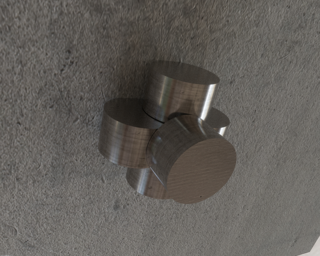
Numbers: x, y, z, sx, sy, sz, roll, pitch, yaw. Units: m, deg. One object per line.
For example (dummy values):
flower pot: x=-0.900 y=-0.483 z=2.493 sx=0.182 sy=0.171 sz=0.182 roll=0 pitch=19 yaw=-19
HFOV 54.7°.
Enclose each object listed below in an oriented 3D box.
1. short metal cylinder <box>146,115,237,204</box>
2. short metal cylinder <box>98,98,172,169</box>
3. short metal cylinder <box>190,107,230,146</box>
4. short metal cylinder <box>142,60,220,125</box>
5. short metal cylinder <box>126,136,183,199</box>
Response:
short metal cylinder: x=0.032 y=0.033 z=0.327 sx=0.081 sy=0.050 sz=0.079 roll=-14 pitch=125 yaw=-21
short metal cylinder: x=-0.028 y=0.004 z=0.361 sx=0.081 sy=0.080 sz=0.050 roll=-1 pitch=119 yaw=-28
short metal cylinder: x=0.043 y=0.003 z=0.400 sx=0.081 sy=0.080 sz=0.050 roll=-1 pitch=119 yaw=-29
short metal cylinder: x=0.024 y=-0.042 z=0.361 sx=0.081 sy=0.080 sz=0.050 roll=-2 pitch=119 yaw=-28
short metal cylinder: x=0.000 y=0.047 z=0.403 sx=0.081 sy=0.080 sz=0.050 roll=0 pitch=119 yaw=-29
